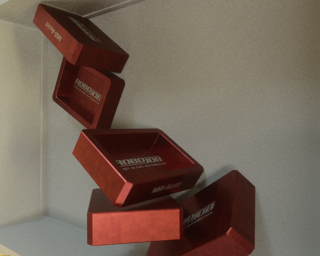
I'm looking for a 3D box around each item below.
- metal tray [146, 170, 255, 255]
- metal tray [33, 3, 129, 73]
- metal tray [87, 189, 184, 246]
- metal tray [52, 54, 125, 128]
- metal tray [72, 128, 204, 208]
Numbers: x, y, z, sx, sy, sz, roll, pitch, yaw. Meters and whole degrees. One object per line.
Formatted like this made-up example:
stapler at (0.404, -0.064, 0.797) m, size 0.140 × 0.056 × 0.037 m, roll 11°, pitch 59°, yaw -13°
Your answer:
metal tray at (0.040, 0.110, 0.331) m, size 0.030 × 0.090 × 0.129 m, roll 43°, pitch 122°, yaw -10°
metal tray at (-0.118, -0.133, 0.461) m, size 0.130 × 0.091 × 0.030 m, roll 45°, pitch 117°, yaw 30°
metal tray at (-0.032, 0.093, 0.350) m, size 0.130 × 0.091 × 0.030 m, roll 174°, pitch 96°, yaw -80°
metal tray at (-0.120, -0.060, 0.502) m, size 0.130 × 0.030 × 0.089 m, roll 34°, pitch 111°, yaw 34°
metal tray at (-0.020, 0.038, 0.355) m, size 0.090 × 0.131 × 0.030 m, roll 42°, pitch 115°, yaw 32°
